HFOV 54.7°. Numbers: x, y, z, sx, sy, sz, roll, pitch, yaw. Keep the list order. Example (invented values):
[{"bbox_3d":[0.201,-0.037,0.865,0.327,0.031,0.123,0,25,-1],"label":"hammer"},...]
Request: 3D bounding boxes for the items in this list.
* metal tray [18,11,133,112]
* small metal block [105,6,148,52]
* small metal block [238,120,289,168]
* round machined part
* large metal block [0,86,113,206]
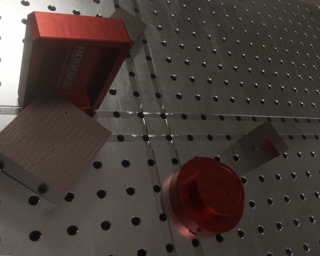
[{"bbox_3d":[-0.095,-0.060,0.327,0.091,0.129,0.030,-7,65,-32],"label":"metal tray"},{"bbox_3d":[-0.054,-0.150,0.472,0.050,0.025,0.050,33,51,-7],"label":"small metal block"},{"bbox_3d":[0.153,0.025,0.462,0.025,0.050,0.050,-21,74,-36],"label":"small metal block"},{"bbox_3d":[0.065,0.081,0.385,0.099,0.042,0.098,14,56,-21],"label":"round machined part"},{"bbox_3d":[-0.110,0.019,0.316,0.080,0.050,0.080,37,55,-8],"label":"large metal block"}]
